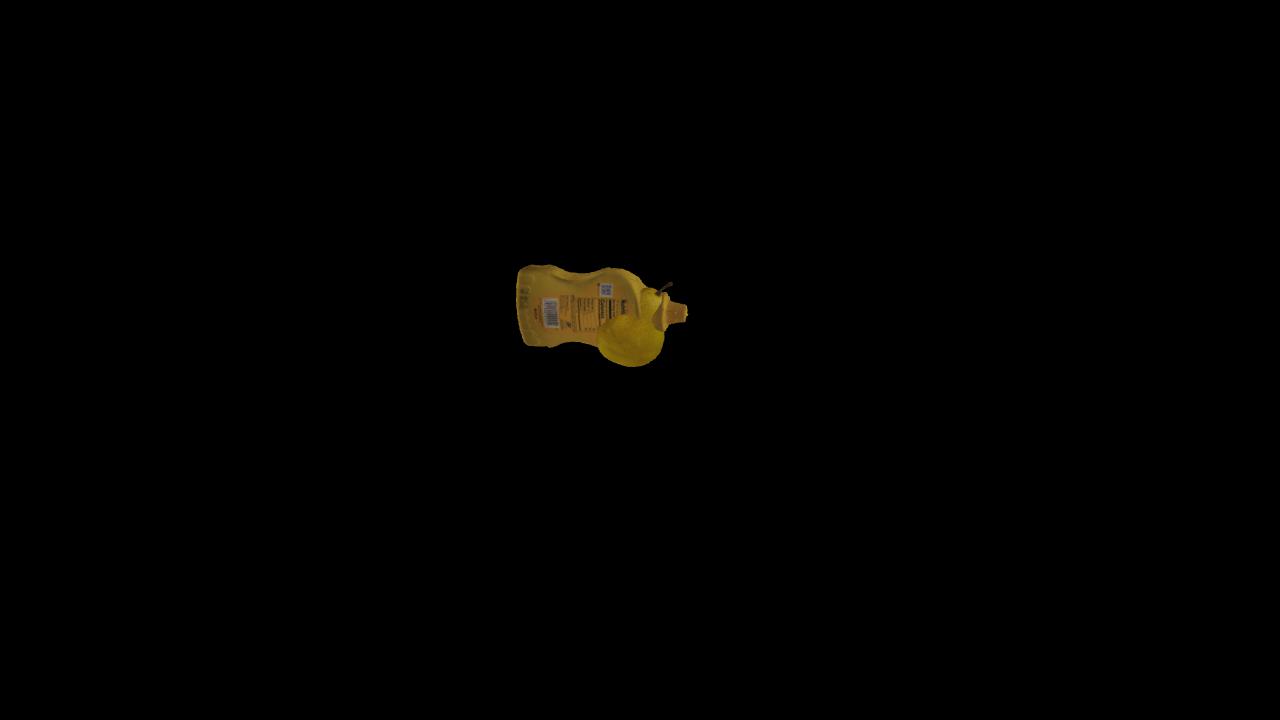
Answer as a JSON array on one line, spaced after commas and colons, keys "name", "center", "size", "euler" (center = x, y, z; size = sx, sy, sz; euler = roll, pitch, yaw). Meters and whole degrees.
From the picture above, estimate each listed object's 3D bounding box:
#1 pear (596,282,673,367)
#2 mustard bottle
[{"name": "pear", "center": [-0.004, -0.045, 0.658], "size": [0.080, 0.080, 0.111], "euler": [0, -42, -25]}, {"name": "mustard bottle", "center": [-0.039, -0.055, 0.666], "size": [0.184, 0.092, 0.054], "euler": [3, 16, 12]}]
